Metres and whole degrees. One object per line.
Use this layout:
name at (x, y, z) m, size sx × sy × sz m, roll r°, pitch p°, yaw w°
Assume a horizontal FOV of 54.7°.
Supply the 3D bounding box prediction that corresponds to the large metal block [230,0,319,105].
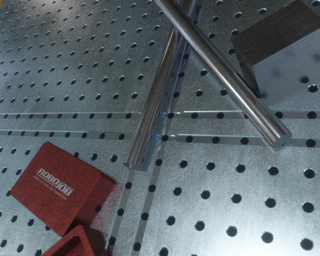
large metal block at (0.136, -0.081, 0.351) m, size 0.080 × 0.080 × 0.050 m, roll -29°, pitch 52°, yaw 9°

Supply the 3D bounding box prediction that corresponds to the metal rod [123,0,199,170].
metal rod at (0.009, -0.082, 0.452) m, size 0.025 × 0.025 × 0.300 m, roll 5°, pitch 64°, yaw 30°

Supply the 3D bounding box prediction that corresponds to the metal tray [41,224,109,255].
metal tray at (-0.089, 0.185, 0.336) m, size 0.090 × 0.030 × 0.130 m, roll -40°, pitch 51°, yaw 1°

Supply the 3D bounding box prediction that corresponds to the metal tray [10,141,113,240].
metal tray at (-0.138, 0.081, 0.426) m, size 0.130 × 0.030 × 0.090 m, roll 21°, pitch 72°, yaw 35°

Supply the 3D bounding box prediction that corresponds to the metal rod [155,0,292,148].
metal rod at (0.067, -0.096, 0.411) m, size 0.025 × 0.025 × 0.299 m, roll -34°, pitch 58°, yaw 6°
